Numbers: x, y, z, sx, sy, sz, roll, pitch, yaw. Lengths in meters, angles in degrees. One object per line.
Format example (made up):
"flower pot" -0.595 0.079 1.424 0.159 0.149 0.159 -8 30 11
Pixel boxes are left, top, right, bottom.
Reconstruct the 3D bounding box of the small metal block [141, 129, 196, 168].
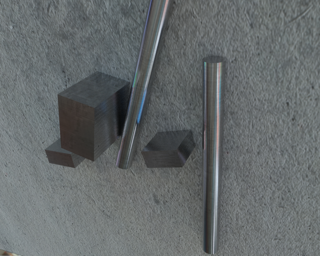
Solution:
"small metal block" 0.012 0.027 0.400 0.050 0.050 0.025 -5 116 30

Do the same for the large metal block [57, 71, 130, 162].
"large metal block" -0.084 -0.017 0.403 0.050 0.080 0.079 20 126 16

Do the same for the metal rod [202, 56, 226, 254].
"metal rod" 0.068 0.056 0.404 0.025 0.025 0.298 9 123 23

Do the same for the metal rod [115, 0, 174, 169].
"metal rod" -0.020 -0.062 0.377 0.025 0.025 0.298 26 127 12

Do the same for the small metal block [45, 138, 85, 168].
"small metal block" -0.140 0.034 0.483 0.050 0.050 0.025 7 121 24
